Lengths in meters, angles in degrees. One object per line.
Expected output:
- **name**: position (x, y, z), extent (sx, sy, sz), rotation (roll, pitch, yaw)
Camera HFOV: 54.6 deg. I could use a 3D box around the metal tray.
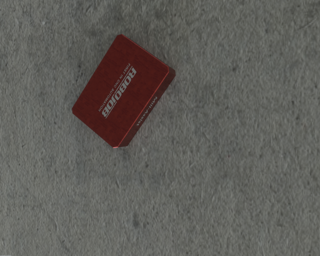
- **metal tray**: position (-0.051, -0.049, 0.425), extent (0.090, 0.030, 0.130), rotation (38, 102, 16)
